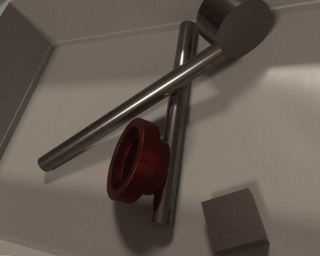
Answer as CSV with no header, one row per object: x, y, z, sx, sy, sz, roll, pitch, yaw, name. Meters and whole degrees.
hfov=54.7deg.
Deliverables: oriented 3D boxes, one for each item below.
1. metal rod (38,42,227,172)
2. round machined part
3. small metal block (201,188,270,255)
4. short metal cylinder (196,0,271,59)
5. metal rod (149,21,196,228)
-0.048,-0.020,0.419,0.300,0.025,0.025,-31,52,16,metal rod
-0.023,0.040,0.361,0.097,0.042,0.098,-49,29,41,round machined part
0.074,0.094,0.309,0.050,0.025,0.050,-21,54,15,small metal block
0.095,-0.139,0.405,0.080,0.080,0.050,-35,52,4,short metal cylinder
0.022,-0.025,0.408,0.025,0.025,0.299,-5,59,25,metal rod
